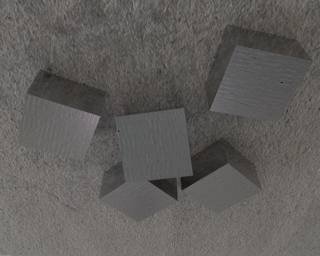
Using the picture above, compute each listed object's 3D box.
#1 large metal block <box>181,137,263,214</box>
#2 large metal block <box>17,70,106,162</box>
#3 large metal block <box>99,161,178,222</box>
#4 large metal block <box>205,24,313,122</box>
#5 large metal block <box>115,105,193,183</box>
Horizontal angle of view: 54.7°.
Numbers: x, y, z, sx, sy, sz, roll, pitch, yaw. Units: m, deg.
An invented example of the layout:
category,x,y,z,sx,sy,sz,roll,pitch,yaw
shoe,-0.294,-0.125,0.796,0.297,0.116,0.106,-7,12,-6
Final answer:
category,x,y,z,sx,sy,sz,roll,pitch,yaw
large metal block,0.087,0.072,0.453,0.080,0.050,0.080,-37,121,27
large metal block,-0.119,-0.013,0.379,0.081,0.050,0.079,18,128,-15
large metal block,-0.031,0.088,0.466,0.080,0.050,0.080,-35,122,26
large metal block,0.103,-0.058,0.342,0.081,0.050,0.079,9,130,-8
large metal block,-0.005,0.018,0.383,0.080,0.050,0.079,-7,97,6
